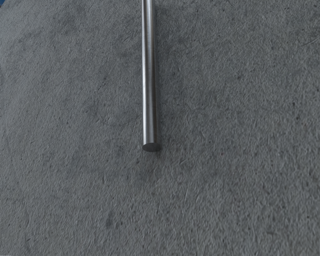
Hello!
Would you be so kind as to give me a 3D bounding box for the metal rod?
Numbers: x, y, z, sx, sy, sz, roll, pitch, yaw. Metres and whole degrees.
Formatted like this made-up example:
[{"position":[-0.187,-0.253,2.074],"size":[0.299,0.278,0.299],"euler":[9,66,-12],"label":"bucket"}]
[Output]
[{"position":[-0.016,-0.101,0.475],"size":[0.025,0.025,0.300],"euler":[-16,55,19],"label":"metal rod"}]
